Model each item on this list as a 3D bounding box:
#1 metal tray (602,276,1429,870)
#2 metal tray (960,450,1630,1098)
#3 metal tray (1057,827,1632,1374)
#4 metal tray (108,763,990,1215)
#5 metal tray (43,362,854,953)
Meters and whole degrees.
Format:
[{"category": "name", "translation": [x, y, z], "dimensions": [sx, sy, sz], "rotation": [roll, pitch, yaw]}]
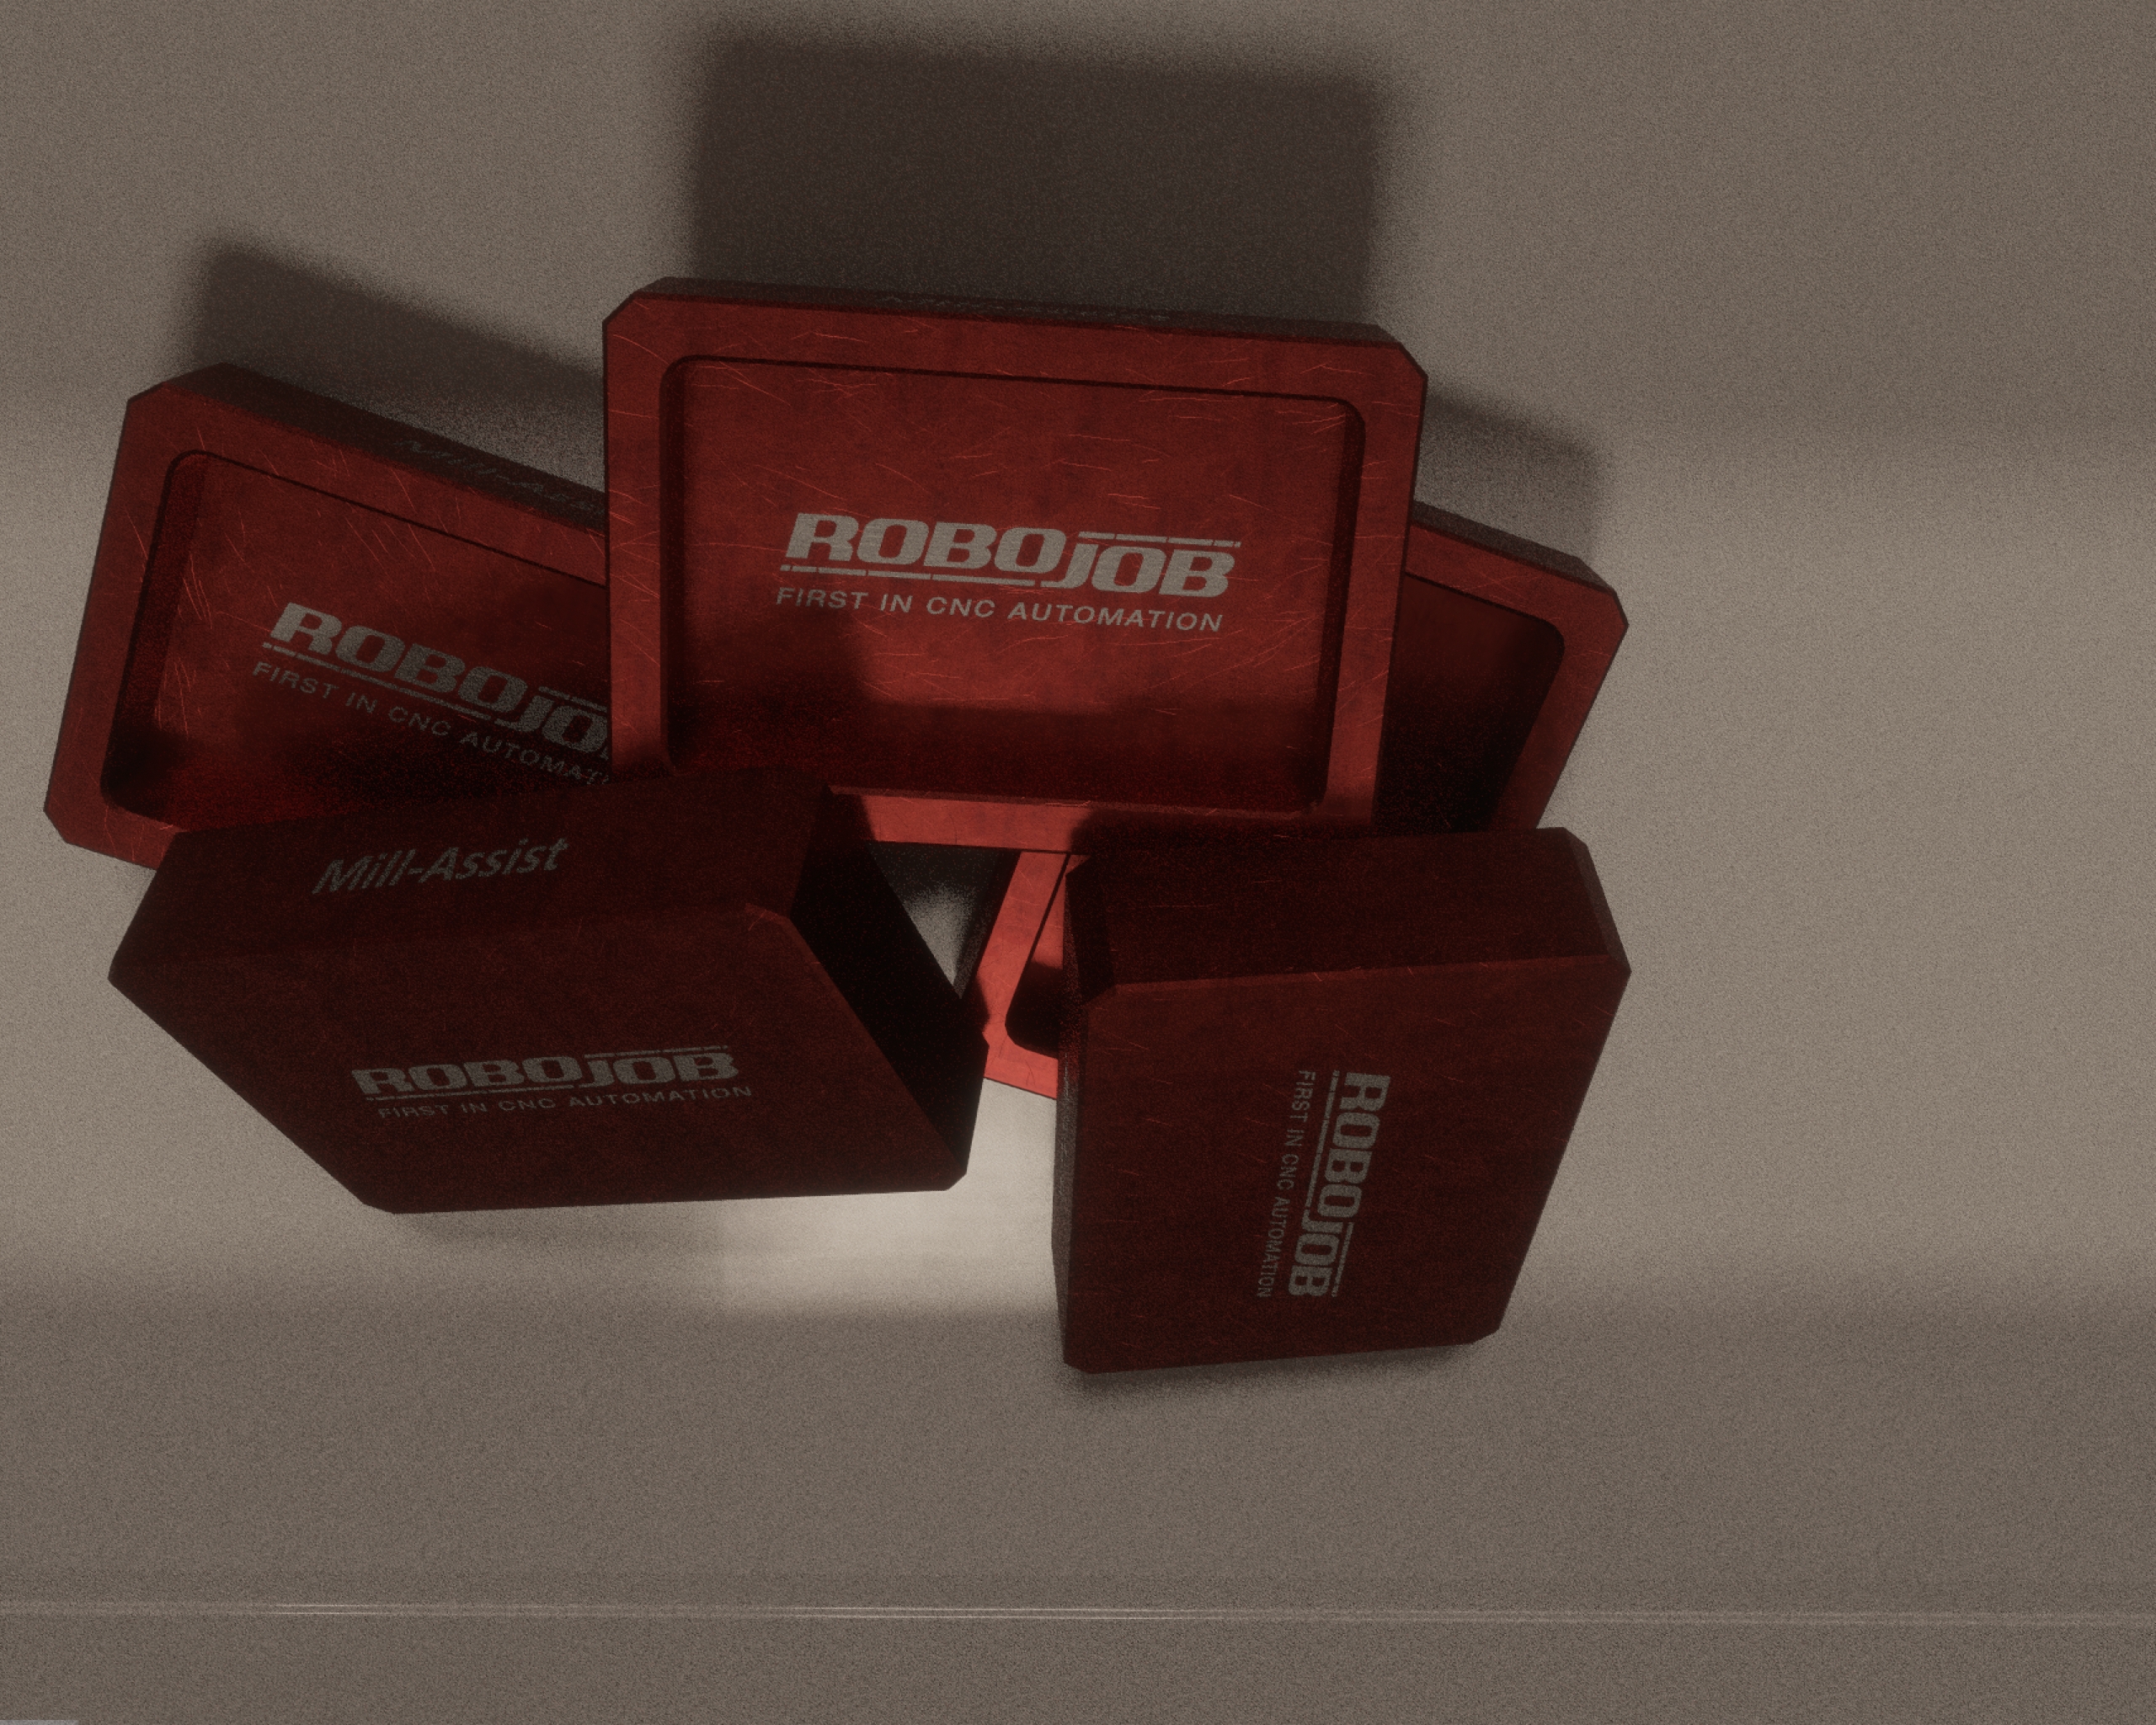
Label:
[{"category": "metal tray", "translation": [-0.012, -0.049, 0.356], "dimensions": [0.131, 0.030, 0.089], "rotation": [3, 110, -2]}, {"category": "metal tray", "translation": [0.037, -0.009, 0.404], "dimensions": [0.091, 0.030, 0.129], "rotation": [18, 109, -7]}, {"category": "metal tray", "translation": [0.043, 0.049, 0.391], "dimensions": [0.091, 0.030, 0.129], "rotation": [-3, 139, -5]}, {"category": "metal tray", "translation": [-0.093, 0.028, 0.379], "dimensions": [0.130, 0.030, 0.090], "rotation": [-5, 141, 18]}, {"category": "metal tray", "translation": [-0.116, -0.029, 0.393], "dimensions": [0.131, 0.030, 0.089], "rotation": [18, 109, -7]}]
